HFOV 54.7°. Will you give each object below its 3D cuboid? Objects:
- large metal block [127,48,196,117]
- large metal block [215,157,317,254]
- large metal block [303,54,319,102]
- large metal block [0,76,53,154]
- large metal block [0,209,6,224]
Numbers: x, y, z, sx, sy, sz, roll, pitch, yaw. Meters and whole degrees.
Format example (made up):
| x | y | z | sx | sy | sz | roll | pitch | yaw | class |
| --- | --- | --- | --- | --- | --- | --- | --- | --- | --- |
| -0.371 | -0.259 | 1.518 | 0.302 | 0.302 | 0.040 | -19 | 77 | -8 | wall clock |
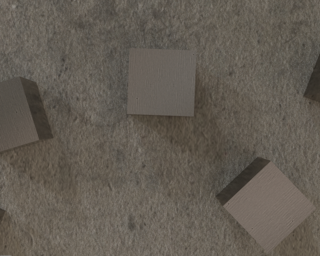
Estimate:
| x | y | z | sx | sy | sz | roll | pitch | yaw | class |
| --- | --- | --- | --- | --- | --- | --- | --- | --- | --- |
| 0.002 | -0.055 | 0.398 | 0.081 | 0.050 | 0.079 | 2 | 90 | -1 | large metal block |
| 0.133 | 0.096 | 0.399 | 0.080 | 0.050 | 0.080 | -43 | 91 | 0 | large metal block |
| 0.249 | -0.066 | 0.401 | 0.080 | 0.050 | 0.080 | 21 | 90 | -1 | large metal block |
| -0.195 | -0.012 | 0.395 | 0.080 | 0.050 | 0.080 | -17 | 90 | -1 | large metal block |
| -0.261 | 0.135 | 0.394 | 0.080 | 0.050 | 0.080 | 22 | 90 | -1 | large metal block |
